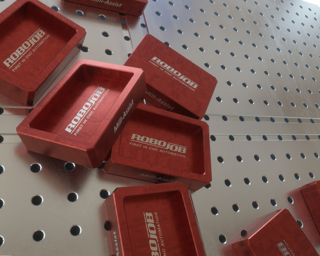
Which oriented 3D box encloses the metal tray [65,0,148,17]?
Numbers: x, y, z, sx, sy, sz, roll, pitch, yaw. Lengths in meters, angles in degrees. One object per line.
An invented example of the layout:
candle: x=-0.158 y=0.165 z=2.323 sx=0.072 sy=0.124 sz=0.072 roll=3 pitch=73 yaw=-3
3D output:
metal tray: x=-0.090 y=-0.234 z=0.498 sx=0.131 sy=0.030 sz=0.090 roll=3 pitch=61 yaw=-27

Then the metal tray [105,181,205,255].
metal tray: x=-0.001 y=0.126 z=0.326 sx=0.091 sy=0.030 sz=0.130 roll=0 pitch=62 yaw=-28

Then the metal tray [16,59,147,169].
metal tray: x=-0.081 y=-0.023 z=0.348 sx=0.090 sy=0.030 sz=0.130 roll=13 pitch=50 yaw=17

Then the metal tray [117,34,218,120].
metal tray: x=0.014 y=-0.071 z=0.455 sx=0.130 sy=0.030 sz=0.090 roll=32 pitch=52 yaw=-7

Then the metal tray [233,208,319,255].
metal tray: x=0.161 y=0.178 z=0.382 sx=0.091 sy=0.030 sz=0.130 roll=-22 pitch=73 yaw=-36

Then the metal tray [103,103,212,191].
metal tray: x=0.000 y=0.021 z=0.391 sx=0.131 sy=0.030 sz=0.090 roll=15 pitch=56 yaw=-20

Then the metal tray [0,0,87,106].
metal tray: x=-0.161 y=-0.098 z=0.377 sx=0.090 sy=0.030 sz=0.130 roll=30 pitch=52 yaw=-9

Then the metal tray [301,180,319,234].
metal tray: x=0.291 y=0.123 z=0.484 sx=0.131 sy=0.030 sz=0.090 roll=-1 pitch=62 yaw=-29
